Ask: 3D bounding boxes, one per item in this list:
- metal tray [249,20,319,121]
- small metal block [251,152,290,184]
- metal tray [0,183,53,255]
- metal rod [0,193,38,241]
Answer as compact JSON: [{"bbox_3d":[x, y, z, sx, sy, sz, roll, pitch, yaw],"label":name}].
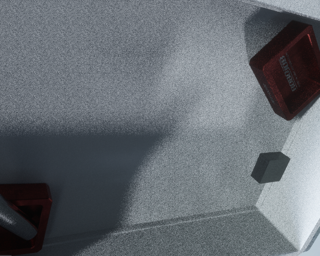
[{"bbox_3d":[0.197,-0.081,0.465,0.090,0.030,0.130,-43,130,1],"label":"metal tray"},{"bbox_3d":[0.201,0.072,0.567,0.050,0.025,0.050,-1,119,-29],"label":"small metal block"},{"bbox_3d":[-0.203,0.111,0.363,0.131,0.030,0.089,5,116,-31],"label":"metal tray"},{"bbox_3d":[-0.168,0.045,0.258,0.025,0.025,0.299,-25,150,-14],"label":"metal rod"}]
